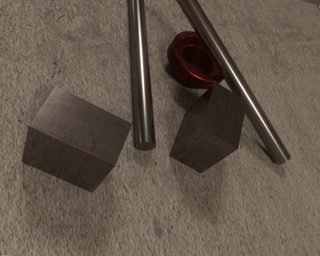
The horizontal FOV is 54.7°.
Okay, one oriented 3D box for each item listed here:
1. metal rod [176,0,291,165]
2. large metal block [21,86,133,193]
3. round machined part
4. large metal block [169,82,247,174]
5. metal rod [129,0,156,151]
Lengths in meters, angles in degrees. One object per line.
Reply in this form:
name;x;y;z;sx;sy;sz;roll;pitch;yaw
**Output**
metal rod;0.109;-0.074;0.459;0.025;0.025;0.299;-41;101;-39
large metal block;-0.086;0.016;0.314;0.080;0.080;0.050;27;52;-12
round machined part;0.055;-0.101;0.486;0.099;0.042;0.098;14;56;-21
large metal block;0.063;0.001;0.403;0.050;0.080;0.080;30;52;-10
metal rod;-0.029;-0.107;0.454;0.025;0.025;0.299;9;58;-24
